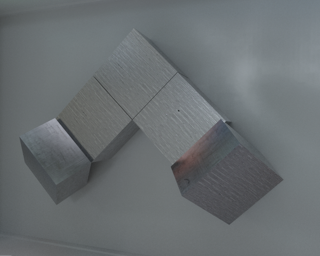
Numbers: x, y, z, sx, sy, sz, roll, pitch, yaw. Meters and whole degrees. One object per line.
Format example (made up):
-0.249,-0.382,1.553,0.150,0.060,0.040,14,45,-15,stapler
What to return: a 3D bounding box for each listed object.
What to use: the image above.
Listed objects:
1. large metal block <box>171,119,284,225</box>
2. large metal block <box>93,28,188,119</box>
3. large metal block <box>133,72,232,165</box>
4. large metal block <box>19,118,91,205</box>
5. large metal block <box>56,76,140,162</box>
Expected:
0.073,0.050,0.347,0.080,0.050,0.080,36,106,-29,large metal block
-0.024,-0.067,0.404,0.080,0.050,0.080,-46,76,14,large metal block
0.028,-0.009,0.385,0.080,0.050,0.080,-46,76,14,large metal block
-0.142,0.047,0.423,0.080,0.050,0.080,48,147,13,large metal block
-0.079,-0.012,0.423,0.080,0.050,0.080,-46,76,14,large metal block
